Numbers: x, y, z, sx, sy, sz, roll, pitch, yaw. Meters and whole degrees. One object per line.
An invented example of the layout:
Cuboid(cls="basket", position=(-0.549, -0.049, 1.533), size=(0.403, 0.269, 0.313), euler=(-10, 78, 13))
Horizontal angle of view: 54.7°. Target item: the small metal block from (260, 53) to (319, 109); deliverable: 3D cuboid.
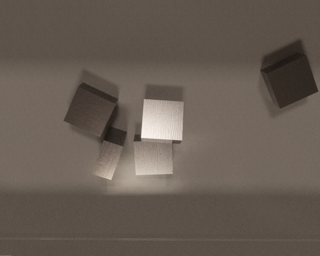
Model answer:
Cuboid(cls="small metal block", position=(0.163, -0.060, 0.392), size=(0.050, 0.025, 0.050), euler=(-25, 109, 8))

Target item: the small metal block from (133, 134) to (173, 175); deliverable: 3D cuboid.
Cuboid(cls="small metal block", position=(-0.009, 0.036, 0.424), size=(0.050, 0.025, 0.050), euler=(-2, 110, 0))

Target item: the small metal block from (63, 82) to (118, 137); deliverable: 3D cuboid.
Cuboid(cls="small metal block", position=(-0.089, -0.024, 0.401), size=(0.050, 0.025, 0.050), euler=(25, 108, -10))

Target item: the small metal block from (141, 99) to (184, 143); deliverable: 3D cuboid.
Cuboid(cls="small metal block", position=(0.003, -0.008, 0.396), size=(0.050, 0.025, 0.050), euler=(4, 77, -2))

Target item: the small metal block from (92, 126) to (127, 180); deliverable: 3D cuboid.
Cuboid(cls="small metal block", position=(-0.065, 0.032, 0.409), size=(0.025, 0.050, 0.050), euler=(19, 109, -7))
